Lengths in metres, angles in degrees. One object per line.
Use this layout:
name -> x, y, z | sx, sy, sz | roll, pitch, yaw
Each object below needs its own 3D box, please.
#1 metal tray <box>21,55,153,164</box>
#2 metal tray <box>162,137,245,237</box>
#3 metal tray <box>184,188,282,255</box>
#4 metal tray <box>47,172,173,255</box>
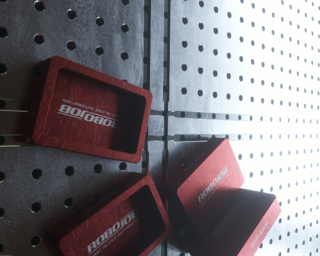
metal tray -> -0.073, -0.015, 0.345 | 0.131, 0.030, 0.090 | 17, 79, -39
metal tray -> 0.071, 0.085, 0.468 | 0.131, 0.030, 0.090 | -40, 115, -33
metal tray -> 0.109, 0.145, 0.461 | 0.131, 0.090, 0.030 | -40, 115, -33
metal tray -> -0.051, 0.123, 0.364 | 0.131, 0.030, 0.090 | -33, 111, -35
